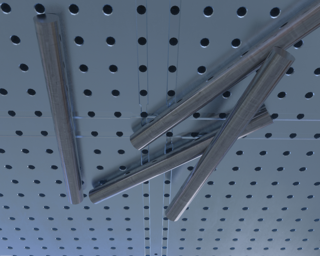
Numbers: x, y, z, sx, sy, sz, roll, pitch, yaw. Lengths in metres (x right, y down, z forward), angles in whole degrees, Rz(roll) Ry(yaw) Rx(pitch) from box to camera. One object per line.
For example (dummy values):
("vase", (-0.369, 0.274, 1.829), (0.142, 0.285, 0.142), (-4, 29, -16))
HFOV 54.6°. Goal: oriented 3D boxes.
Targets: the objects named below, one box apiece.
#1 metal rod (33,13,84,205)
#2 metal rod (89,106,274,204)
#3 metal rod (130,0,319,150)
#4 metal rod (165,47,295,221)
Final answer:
("metal rod", (-0.127, 0.002, 0.411), (0.025, 0.025, 0.298), (3, 130, -3))
("metal rod", (0.017, 0.047, 0.451), (0.300, 0.025, 0.025), (-28, 125, 21))
("metal rod", (0.078, -0.058, 0.362), (0.299, 0.025, 0.025), (-35, 122, 26))
("metal rod", (0.073, 0.031, 0.404), (0.025, 0.025, 0.298), (16, 128, -13))
